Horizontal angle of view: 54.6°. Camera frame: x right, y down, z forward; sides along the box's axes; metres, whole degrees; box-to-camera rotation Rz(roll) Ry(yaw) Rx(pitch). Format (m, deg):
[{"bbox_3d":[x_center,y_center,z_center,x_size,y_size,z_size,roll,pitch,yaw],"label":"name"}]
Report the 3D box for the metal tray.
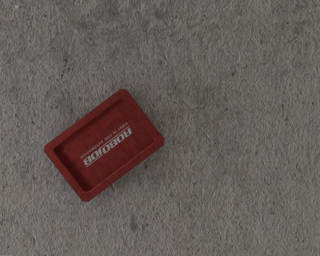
[{"bbox_3d":[-0.071,0.022,0.406,0.130,0.030,0.090,-37,90,0],"label":"metal tray"}]
